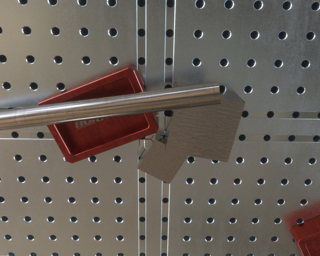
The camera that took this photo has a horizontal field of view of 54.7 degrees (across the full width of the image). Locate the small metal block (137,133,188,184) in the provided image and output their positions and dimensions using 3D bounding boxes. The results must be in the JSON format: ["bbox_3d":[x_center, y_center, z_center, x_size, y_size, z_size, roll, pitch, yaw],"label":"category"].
[{"bbox_3d":[0.003,0.042,0.429,0.050,0.025,0.050,28,107,-10],"label":"small metal block"}]

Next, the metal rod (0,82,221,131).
[{"bbox_3d":[-0.083,-0.022,0.363,0.301,0.025,0.025,-6,110,8],"label":"metal rod"}]

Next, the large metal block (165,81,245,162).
[{"bbox_3d":[0.053,-0.009,0.398,0.081,0.050,0.079,10,110,-4],"label":"large metal block"}]

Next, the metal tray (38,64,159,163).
[{"bbox_3d":[-0.077,-0.017,0.403,0.130,0.030,0.090,-20,109,7],"label":"metal tray"}]

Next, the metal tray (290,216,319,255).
[{"bbox_3d":[0.273,0.197,0.487,0.090,0.030,0.130,-26,108,8],"label":"metal tray"}]
